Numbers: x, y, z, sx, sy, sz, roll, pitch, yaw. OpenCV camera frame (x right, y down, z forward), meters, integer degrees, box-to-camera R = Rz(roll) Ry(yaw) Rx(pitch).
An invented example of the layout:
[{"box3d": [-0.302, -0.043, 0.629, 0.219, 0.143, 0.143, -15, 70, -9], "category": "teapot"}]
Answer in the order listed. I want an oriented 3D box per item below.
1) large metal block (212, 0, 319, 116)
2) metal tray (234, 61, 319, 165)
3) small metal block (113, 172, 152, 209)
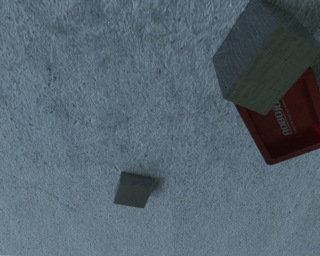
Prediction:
[{"box3d": [0.100, -0.073, 0.310, 0.050, 0.080, 0.079, 20, 127, -16], "category": "large metal block"}, {"box3d": [0.157, -0.015, 0.392, 0.090, 0.030, 0.130, -24, 126, 19], "category": "metal tray"}, {"box3d": [-0.043, 0.099, 0.491, 0.050, 0.025, 0.050, 12, 129, -11], "category": "small metal block"}]
